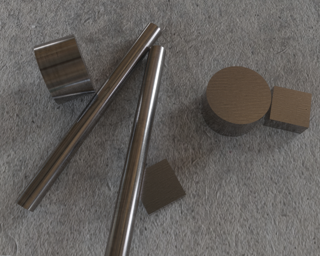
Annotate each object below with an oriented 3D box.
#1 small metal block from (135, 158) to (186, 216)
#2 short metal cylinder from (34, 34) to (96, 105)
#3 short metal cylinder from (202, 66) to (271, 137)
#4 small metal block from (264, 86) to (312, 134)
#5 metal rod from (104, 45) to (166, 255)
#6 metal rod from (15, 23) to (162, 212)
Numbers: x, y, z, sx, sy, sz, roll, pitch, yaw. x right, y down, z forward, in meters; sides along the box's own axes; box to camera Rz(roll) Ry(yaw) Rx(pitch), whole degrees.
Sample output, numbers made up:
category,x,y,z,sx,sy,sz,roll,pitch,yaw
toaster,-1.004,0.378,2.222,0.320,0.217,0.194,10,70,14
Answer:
category,x,y,z,sx,sy,sz,roll,pitch,yaw
small metal block,-0.003,0.073,0.381,0.050,0.025,0.050,-27,72,-9
short metal cylinder,-0.123,-0.076,0.406,0.050,0.080,0.080,-20,71,-7
short metal cylinder,0.098,-0.034,0.408,0.081,0.050,0.080,0,70,0
small metal block,0.172,-0.024,0.418,0.050,0.025,0.050,13,71,4
metal rod,-0.026,0.019,0.379,0.025,0.025,0.300,8,62,3
metal rod,-0.086,-0.026,0.416,0.025,0.025,0.300,29,72,10
